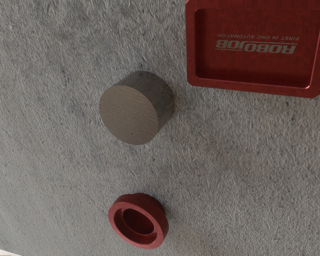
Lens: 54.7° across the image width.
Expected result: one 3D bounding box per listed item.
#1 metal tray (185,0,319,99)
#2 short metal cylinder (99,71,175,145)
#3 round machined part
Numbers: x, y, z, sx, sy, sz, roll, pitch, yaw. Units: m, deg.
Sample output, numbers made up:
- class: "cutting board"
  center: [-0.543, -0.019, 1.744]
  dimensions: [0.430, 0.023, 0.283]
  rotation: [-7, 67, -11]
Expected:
- class: "metal tray"
  center: [0.092, -0.082, 0.303]
  dimensions: [0.130, 0.030, 0.089]
  rotation: [9, 123, 22]
- class: "short metal cylinder"
  center: [-0.028, -0.025, 0.388]
  dimensions: [0.080, 0.050, 0.079]
  rotation: [13, 124, 20]
- class: "round machined part"
  center: [-0.031, 0.144, 0.499]
  dimensions: [0.098, 0.042, 0.097]
  rotation: [13, 124, 20]
